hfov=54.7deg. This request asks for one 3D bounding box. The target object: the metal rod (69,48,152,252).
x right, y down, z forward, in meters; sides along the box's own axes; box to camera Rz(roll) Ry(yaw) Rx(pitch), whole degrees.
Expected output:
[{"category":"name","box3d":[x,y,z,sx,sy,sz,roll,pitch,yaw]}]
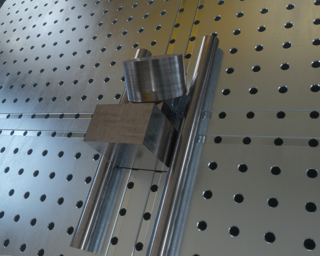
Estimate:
[{"category":"metal rod","box3d":[-0.060,0.013,0.432,0.025,0.025,0.300,1,62,28]}]

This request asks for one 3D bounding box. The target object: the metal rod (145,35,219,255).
[{"category":"metal rod","box3d":[0.035,0.006,0.386,0.025,0.025,0.300,2,62,29]}]

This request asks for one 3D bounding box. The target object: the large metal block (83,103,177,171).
[{"category":"large metal block","box3d":[-0.031,0.013,0.378,0.080,0.080,0.050,1,62,28]}]

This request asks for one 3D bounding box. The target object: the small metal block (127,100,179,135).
[{"category":"small metal block","box3d":[-0.010,-0.013,0.405,0.050,0.050,0.025,2,63,28]}]

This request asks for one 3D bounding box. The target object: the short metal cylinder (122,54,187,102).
[{"category":"short metal cylinder","box3d":[-0.006,-0.068,0.410,0.080,0.050,0.080,-7,16,2]}]
